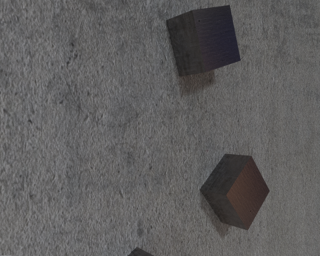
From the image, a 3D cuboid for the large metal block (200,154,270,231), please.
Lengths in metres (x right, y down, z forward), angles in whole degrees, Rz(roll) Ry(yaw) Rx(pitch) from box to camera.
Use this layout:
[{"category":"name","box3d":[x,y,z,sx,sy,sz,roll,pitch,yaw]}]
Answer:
[{"category":"large metal block","box3d":[0.120,0.098,0.489,0.080,0.050,0.080,-48,119,-29]}]

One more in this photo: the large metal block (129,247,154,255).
[{"category":"large metal block","box3d":[-0.026,0.206,0.367,0.081,0.050,0.080,-35,112,-34]}]

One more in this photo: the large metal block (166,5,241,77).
[{"category":"large metal block","box3d":[0.063,-0.124,0.441,0.081,0.050,0.080,-24,105,-37]}]
